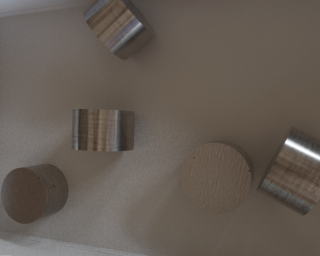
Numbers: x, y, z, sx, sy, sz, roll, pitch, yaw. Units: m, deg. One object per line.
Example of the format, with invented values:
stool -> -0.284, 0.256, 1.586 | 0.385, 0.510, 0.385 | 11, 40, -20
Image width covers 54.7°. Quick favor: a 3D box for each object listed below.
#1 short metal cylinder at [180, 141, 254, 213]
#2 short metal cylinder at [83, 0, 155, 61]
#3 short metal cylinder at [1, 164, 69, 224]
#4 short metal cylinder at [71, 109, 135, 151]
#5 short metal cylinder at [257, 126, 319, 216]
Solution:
short metal cylinder -> 0.070, 0.056, 0.372 | 0.080, 0.050, 0.080 | 0, 90, 20
short metal cylinder -> -0.051, -0.135, 0.399 | 0.050, 0.080, 0.080 | -38, 78, 16
short metal cylinder -> -0.186, 0.096, 0.463 | 0.080, 0.050, 0.080 | 0, 90, 20
short metal cylinder -> -0.074, 0.002, 0.407 | 0.080, 0.080, 0.050 | 2, 91, 20
short metal cylinder -> 0.145, 0.045, 0.330 | 0.050, 0.080, 0.080 | 29, 100, 18
